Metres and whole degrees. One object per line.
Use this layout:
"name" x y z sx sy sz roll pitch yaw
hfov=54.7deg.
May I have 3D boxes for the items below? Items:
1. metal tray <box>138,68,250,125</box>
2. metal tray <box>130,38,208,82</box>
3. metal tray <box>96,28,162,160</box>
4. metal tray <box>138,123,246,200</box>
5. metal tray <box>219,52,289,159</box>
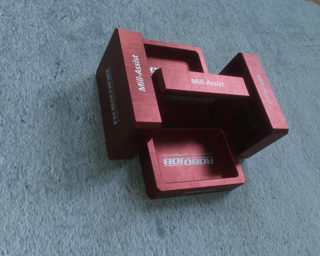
"metal tray" 0.039 -0.034 0.407 0.131 0.090 0.030 1 63 -28
"metal tray" 0.010 -0.082 0.457 0.131 0.030 0.090 0 65 -28
"metal tray" -0.042 -0.038 0.364 0.030 0.090 0.130 1 62 -28
"metal tray" 0.039 0.039 0.401 0.131 0.030 0.090 1 60 -28
"metal tray" 0.120 -0.031 0.447 0.030 0.090 0.130 1 61 -28
